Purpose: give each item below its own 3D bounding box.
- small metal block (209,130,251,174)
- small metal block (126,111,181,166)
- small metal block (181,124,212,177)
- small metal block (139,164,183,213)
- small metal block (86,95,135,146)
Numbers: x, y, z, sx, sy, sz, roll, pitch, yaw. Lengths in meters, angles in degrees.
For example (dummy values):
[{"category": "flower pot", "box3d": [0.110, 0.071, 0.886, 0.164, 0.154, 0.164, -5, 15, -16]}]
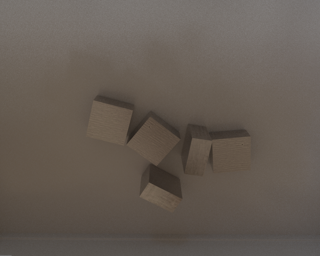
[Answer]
[{"category": "small metal block", "box3d": [0.095, 0.032, 0.422, 0.050, 0.025, 0.050, -5, 110, 1]}, {"category": "small metal block", "box3d": [-0.009, 0.014, 0.414, 0.050, 0.025, 0.050, 37, 106, -13]}, {"category": "small metal block", "box3d": [0.047, 0.028, 0.407, 0.025, 0.050, 0.050, 9, 110, -4]}, {"category": "small metal block", "box3d": [0.001, 0.082, 0.426, 0.050, 0.050, 0.025, 29, 108, -11]}, {"category": "small metal block", "box3d": [-0.065, -0.010, 0.404, 0.050, 0.025, 0.050, 14, 109, -6]}]
